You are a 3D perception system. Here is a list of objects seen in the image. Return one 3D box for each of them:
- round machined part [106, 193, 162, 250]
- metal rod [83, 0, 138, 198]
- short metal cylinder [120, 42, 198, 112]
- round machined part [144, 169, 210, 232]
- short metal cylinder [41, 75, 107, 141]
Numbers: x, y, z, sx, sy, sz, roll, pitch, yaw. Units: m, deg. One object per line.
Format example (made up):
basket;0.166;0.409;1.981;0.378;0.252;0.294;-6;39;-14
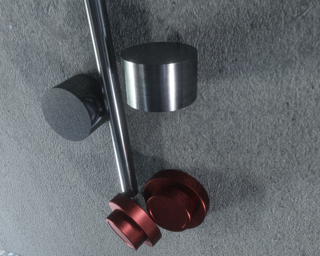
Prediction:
round machined part;-0.047;0.153;0.489;0.098;0.042;0.098;36;153;23
metal rod;-0.062;-0.027;0.420;0.025;0.025;0.298;8;122;24
short metal cylinder;0.000;-0.058;0.335;0.080;0.080;0.050;11;123;22
round machined part;0.019;0.112;0.454;0.098;0.042;0.097;13;124;20
short metal cylinder;-0.115;-0.028;0.432;0.080;0.050;0.079;13;124;20
